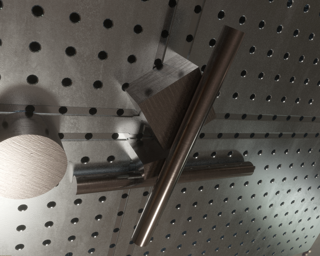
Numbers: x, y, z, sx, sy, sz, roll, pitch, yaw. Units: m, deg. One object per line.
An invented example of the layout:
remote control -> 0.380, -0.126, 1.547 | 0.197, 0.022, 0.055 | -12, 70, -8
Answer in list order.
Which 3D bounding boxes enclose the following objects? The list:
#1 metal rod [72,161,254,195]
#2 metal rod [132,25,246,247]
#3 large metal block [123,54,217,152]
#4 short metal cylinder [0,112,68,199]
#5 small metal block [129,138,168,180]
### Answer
metal rod -> 0.023, 0.072, 0.470 | 0.303, 0.025, 0.025 | -1, 119, -29
metal rod -> 0.026, 0.025, 0.377 | 0.025, 0.025, 0.298 | 9, 114, -33
large metal block -> 0.014, -0.031, 0.385 | 0.080, 0.050, 0.080 | -33, 129, -7
short metal cylinder -> -0.146, 0.029, 0.334 | 0.081, 0.050, 0.079 | -14, 125, -21
small metal block -> -0.008, 0.038, 0.416 | 0.050, 0.050, 0.025 | -15, 125, -20
